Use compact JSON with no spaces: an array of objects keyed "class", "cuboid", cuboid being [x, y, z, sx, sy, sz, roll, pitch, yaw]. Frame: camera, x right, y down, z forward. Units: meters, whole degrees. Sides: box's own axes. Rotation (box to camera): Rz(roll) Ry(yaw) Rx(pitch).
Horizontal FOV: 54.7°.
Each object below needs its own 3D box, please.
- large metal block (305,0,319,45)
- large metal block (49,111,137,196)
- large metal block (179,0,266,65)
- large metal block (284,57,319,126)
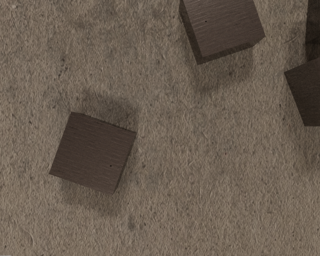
[{"class":"large metal block","cuboid":[0.242,-0.153,0.401,0.081,0.050,0.079,4,90,-1]},{"class":"large metal block","cuboid":[-0.082,0.031,0.396,0.080,0.050,0.080,20,90,-1]},{"class":"large metal block","cuboid":[0.077,-0.136,0.398,0.080,0.050,0.080,-19,90,-1]},{"class":"large metal block","cuboid":[0.208,-0.048,0.385,0.050,0.080,0.080,-21,90,0]}]
